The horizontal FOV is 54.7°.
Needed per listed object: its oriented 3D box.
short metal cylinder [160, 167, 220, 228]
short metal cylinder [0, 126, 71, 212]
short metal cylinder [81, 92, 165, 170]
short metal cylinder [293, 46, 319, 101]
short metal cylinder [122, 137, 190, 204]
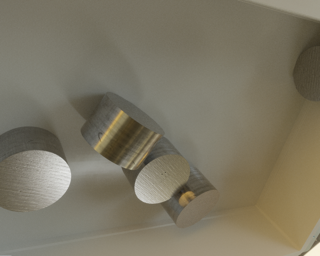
[{"bbox_3d":[0.044,0.106,0.473,0.081,0.050,0.079,-24,139,-23],"label":"short metal cylinder"},{"bbox_3d":[-0.145,0.045,0.342,0.081,0.050,0.079,-14,125,-21],"label":"short metal cylinder"},{"bbox_3d":[-0.042,0.003,0.353,0.080,0.080,0.050,30,102,-38],"label":"short metal cylinder"},{"bbox_3d":[0.250,-0.081,0.462,0.050,0.080,0.079,-7,122,-25],"label":"short metal cylinder"},{"bbox_3d":[-0.006,0.056,0.426,0.081,0.050,0.079,-14,124,-21],"label":"short metal cylinder"}]
